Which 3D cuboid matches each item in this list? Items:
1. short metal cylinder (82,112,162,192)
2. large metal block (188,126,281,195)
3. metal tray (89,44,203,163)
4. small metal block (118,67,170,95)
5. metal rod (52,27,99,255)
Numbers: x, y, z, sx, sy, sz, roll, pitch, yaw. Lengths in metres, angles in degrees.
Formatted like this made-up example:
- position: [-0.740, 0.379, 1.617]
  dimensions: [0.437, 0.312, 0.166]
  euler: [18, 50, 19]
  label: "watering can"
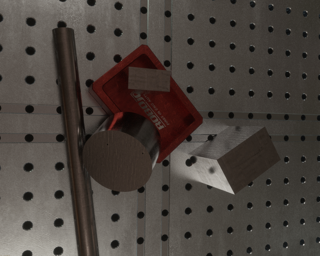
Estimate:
- position: [-0.042, 0.027, 0.363]
  dimensions: [0.080, 0.050, 0.079]
  euler: [5, 117, 11]
  label: "short metal cylinder"
- position: [0.098, 0.039, 0.421]
  dimensions: [0.080, 0.080, 0.050]
  euler: [-32, 101, -18]
  label: "large metal block"
- position: [-0.016, -0.030, 0.404]
  dimensions: [0.090, 0.030, 0.130]
  euler: [-43, 104, -15]
  label: "metal tray"
- position: [-0.020, -0.056, 0.379]
  dimensions: [0.050, 0.050, 0.025]
  euler: [2, 90, -20]
  label: "small metal block"
- position: [-0.101, 0.032, 0.376]
  dimensions: [0.025, 0.025, 0.298]
  euler: [-7, 92, -20]
  label: "metal rod"
